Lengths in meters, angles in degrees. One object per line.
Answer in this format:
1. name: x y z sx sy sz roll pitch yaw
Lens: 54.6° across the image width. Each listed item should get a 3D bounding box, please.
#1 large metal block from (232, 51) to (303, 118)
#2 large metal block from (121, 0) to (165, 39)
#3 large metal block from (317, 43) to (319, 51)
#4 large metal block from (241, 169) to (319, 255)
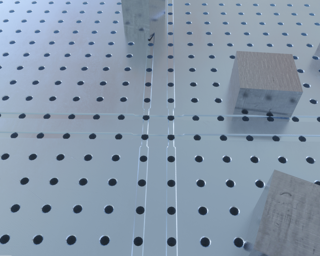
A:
1. large metal block: 0.148 -0.064 0.446 0.080 0.050 0.080 4 50 3
2. large metal block: -0.028 -0.221 0.558 0.050 0.080 0.080 16 52 13
3. large metal block: 0.329 -0.143 0.513 0.081 0.050 0.080 -24 54 -19
4. large metal block: 0.113 0.100 0.289 0.050 0.080 0.080 20 53 16
